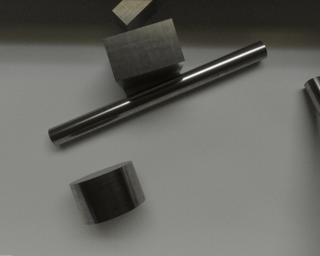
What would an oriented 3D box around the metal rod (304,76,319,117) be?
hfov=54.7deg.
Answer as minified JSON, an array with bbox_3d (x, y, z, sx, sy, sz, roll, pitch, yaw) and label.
[{"bbox_3d":[0.238,0.069,0.352,0.025,0.025,0.299,-13,64,0],"label":"metal rod"}]

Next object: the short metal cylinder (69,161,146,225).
[{"bbox_3d":[-0.064,0.078,0.383,0.080,0.080,0.050,-20,90,0],"label":"short metal cylinder"}]

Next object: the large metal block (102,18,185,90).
[{"bbox_3d":[-0.018,-0.087,0.384,0.080,0.080,0.050,-17,90,0],"label":"large metal block"}]

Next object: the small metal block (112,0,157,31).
[{"bbox_3d":[-0.031,-0.150,0.398,0.050,0.050,0.025,-44,91,0],"label":"small metal block"}]

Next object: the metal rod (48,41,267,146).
[{"bbox_3d":[-0.002,-0.046,0.411,0.301,0.025,0.025,-23,90,-1],"label":"metal rod"}]
